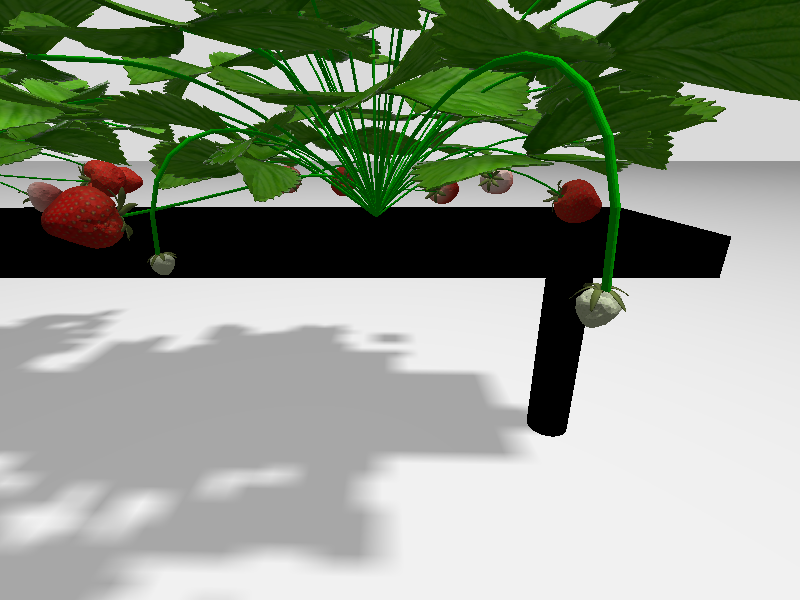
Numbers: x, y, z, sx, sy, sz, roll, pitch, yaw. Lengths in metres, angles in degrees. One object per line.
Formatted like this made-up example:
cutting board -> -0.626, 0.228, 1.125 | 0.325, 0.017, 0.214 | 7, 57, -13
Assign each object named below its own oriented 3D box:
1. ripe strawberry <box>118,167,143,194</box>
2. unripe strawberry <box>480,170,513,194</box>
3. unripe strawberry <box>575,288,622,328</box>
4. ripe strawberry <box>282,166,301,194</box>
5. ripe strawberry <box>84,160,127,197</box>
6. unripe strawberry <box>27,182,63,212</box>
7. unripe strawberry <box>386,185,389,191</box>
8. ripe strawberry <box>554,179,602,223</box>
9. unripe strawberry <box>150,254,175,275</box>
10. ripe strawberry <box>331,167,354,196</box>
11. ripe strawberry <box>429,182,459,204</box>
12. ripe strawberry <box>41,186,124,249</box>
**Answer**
ripe strawberry -> -0.350, -0.153, 0.513 | 0.037, 0.033, 0.034 | 13, 13, 31
unripe strawberry -> 0.124, -0.152, 0.506 | 0.041, 0.036, 0.041 | 16, 17, 36
unripe strawberry -> 0.058, 0.003, 0.118 | 0.013, 0.012, 0.012 | -7, 22, -17
ripe strawberry -> -0.148, -0.154, 0.514 | 0.040, 0.034, 0.040 | -14, 24, -32
ripe strawberry -> -0.347, -0.143, 0.474 | 0.038, 0.043, 0.041 | 17, 26, 37
unripe strawberry -> -0.315, -0.092, 0.358 | 0.026, 0.027, 0.024 | 0, 20, -7
unripe strawberry -> -0.014, -0.146, 0.529 | 0.011, 0.012, 0.012 | 1, 21, 2
ripe strawberry -> 0.143, -0.077, 0.319 | 0.034, 0.034, 0.032 | 21, 22, 1
unripe strawberry -> -0.108, -0.016, 0.182 | 0.009, 0.010, 0.010 | 10, 23, 25
ripe strawberry -> -0.071, -0.147, 0.495 | 0.031, 0.035, 0.033 | -6, 20, -16
ripe strawberry -> 0.047, -0.116, 0.421 | 0.033, 0.030, 0.030 | 15, 25, 35
ripe strawberry -> -0.178, -0.046, 0.225 | 0.035, 0.035, 0.039 | -16, 26, -35
